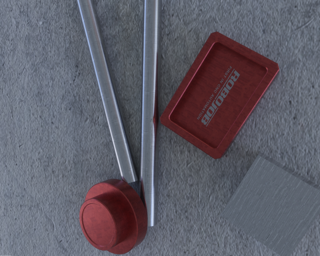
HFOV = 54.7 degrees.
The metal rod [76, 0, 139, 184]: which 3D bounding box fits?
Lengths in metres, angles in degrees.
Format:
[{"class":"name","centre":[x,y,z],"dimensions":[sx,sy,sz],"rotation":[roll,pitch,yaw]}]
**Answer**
[{"class":"metal rod","centre":[-0.077,-0.070,0.434],"dimensions":[0.025,0.025,0.298],"rotation":[-17,85,19]}]

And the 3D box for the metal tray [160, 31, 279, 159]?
[{"class":"metal tray","centre":[0.071,-0.039,0.380],"dimensions":[0.090,0.030,0.129],"rotation":[34,101,16]}]

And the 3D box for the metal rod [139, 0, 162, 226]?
[{"class":"metal rod","centre":[-0.013,-0.022,0.412],"dimensions":[0.025,0.025,0.298],"rotation":[1,90,19]}]

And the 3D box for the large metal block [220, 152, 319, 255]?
[{"class":"large metal block","centre":[0.127,0.083,0.351],"dimensions":[0.080,0.050,0.080],"rotation":[32,100,17]}]

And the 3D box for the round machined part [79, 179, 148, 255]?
[{"class":"round machined part","centre":[-0.068,0.120,0.408],"dimensions":[0.098,0.042,0.097],"rotation":[7,102,35]}]
